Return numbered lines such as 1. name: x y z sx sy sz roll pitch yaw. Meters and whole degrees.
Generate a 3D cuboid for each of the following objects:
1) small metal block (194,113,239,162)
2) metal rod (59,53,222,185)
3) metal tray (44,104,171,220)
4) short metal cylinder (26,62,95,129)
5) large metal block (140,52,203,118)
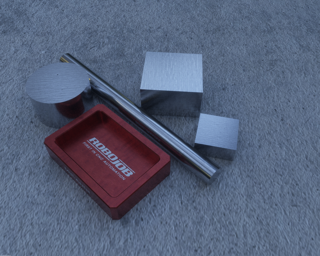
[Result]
1. small metal block: 0.072 0.011 0.397 0.050 0.025 0.050 10 51 8
2. metal rod: -0.043 -0.026 0.425 0.300 0.025 0.025 38 59 27
3. metal tray: -0.063 0.034 0.372 0.130 0.030 0.090 37 59 26
4. short metal cylinder: -0.134 -0.045 0.424 0.081 0.050 0.080 0 50 0
5. large metal block: 0.017 -0.062 0.441 0.080 0.050 0.080 3 50 2
